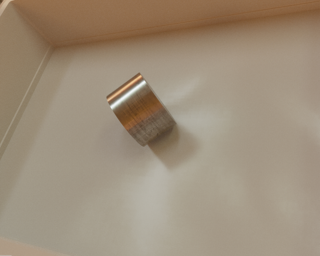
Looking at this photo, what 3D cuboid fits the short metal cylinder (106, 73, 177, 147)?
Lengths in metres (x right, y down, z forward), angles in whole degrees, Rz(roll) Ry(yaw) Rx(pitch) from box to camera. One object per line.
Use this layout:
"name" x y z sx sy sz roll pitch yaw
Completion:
"short metal cylinder" -0.022 -0.023 0.392 0.050 0.080 0.080 -36 51 4
